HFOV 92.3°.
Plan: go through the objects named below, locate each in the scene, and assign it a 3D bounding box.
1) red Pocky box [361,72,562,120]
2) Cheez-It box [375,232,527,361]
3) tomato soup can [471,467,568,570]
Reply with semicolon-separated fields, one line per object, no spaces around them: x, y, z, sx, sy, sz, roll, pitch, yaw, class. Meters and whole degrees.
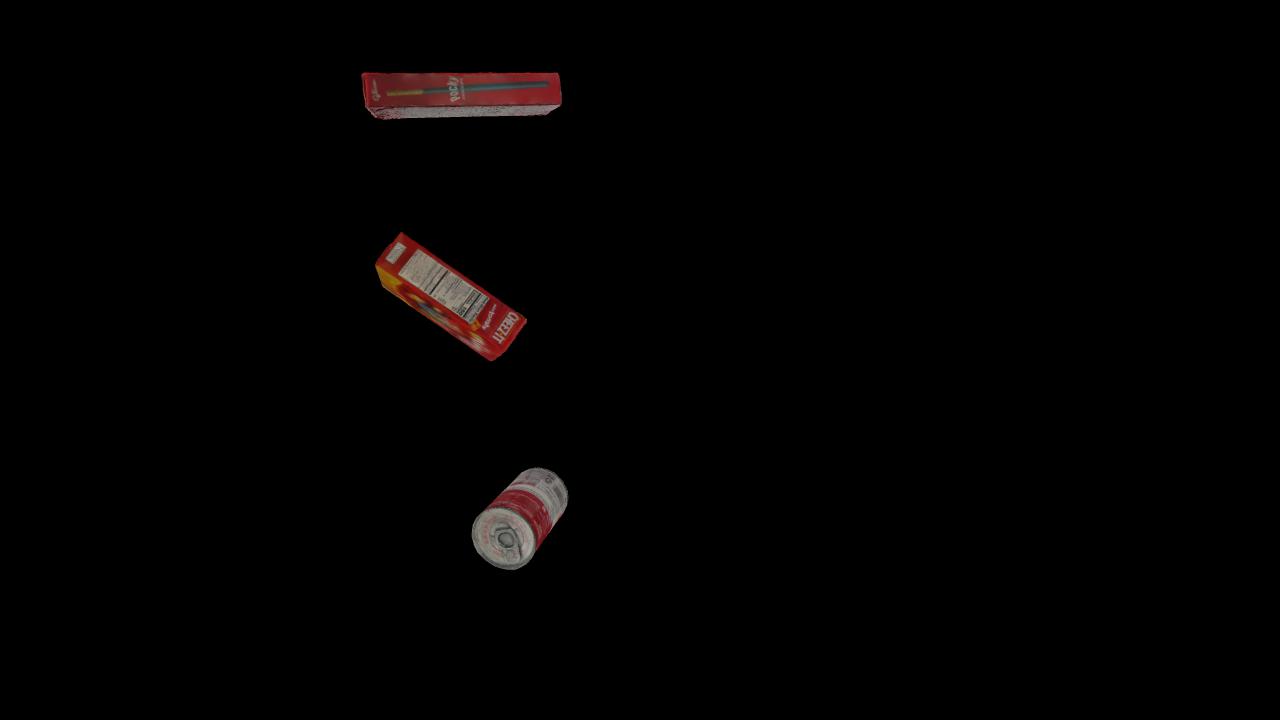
-0.149;-0.225;0.523;0.155;0.028;0.083;-8;18;-16;red Pocky box
-0.298;-0.091;0.972;0.223;0.071;0.166;36;-15;-13;Cheez-It box
-0.122;0.162;0.645;0.068;0.068;0.101;0;14;13;tomato soup can
